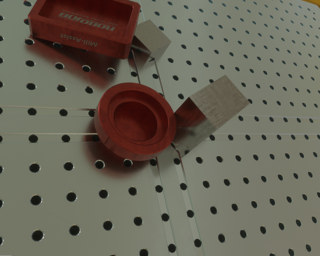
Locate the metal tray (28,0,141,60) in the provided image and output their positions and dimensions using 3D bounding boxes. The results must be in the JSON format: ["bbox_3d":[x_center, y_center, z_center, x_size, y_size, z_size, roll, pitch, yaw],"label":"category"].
[{"bbox_3d":[-0.099,-0.150,0.425,0.131,0.030,0.090,13,55,-7],"label":"metal tray"}]

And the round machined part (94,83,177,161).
[{"bbox_3d":[-0.033,-0.004,0.382,0.099,0.042,0.098,13,57,-20],"label":"round machined part"}]

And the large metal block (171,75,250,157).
[{"bbox_3d":[0.059,-0.016,0.414,0.081,0.080,0.050,-33,81,-38],"label":"large metal block"}]

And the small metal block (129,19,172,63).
[{"bbox_3d":[-0.019,-0.135,0.480,0.050,0.025,0.050,47,51,4],"label":"small metal block"}]
